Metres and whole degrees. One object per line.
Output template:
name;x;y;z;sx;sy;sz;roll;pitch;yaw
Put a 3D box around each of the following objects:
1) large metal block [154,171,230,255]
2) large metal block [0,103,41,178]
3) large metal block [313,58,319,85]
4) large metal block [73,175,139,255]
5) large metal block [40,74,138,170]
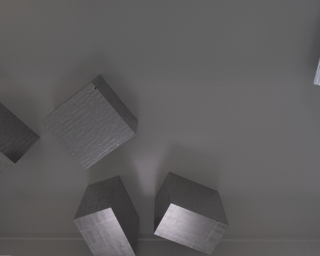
large metal block;0.039;0.114;0.424;0.080;0.080;0.050;23;108;-9
large metal block;-0.211;0.015;0.386;0.050;0.080;0.080;-41;105;13
large metal block;0.233;-0.081;0.346;0.050;0.080;0.079;-10;115;-35
large metal block;-0.069;0.125;0.427;0.050;0.080;0.080;-20;109;7
large metal block;-0.086;-0.008;0.394;0.080;0.050;0.080;-35;107;12
